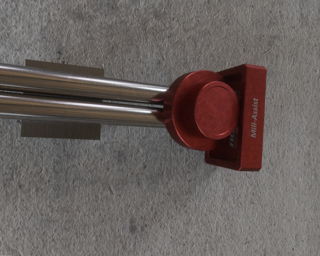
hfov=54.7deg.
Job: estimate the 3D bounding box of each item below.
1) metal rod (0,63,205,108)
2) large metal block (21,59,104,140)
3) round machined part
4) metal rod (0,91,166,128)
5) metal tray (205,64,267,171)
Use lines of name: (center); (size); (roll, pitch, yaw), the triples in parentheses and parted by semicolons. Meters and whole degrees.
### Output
metal rod: (-0.040, -0.042, 0.348); (0.302, 0.025, 0.025); (3, 89, -33)
large metal block: (-0.110, -0.029, 0.353); (0.081, 0.050, 0.079); (4, 89, -20)
round machined part: (0.056, -0.021, 0.371); (0.099, 0.042, 0.097); (-2, 93, -31)
metal rod: (-0.042, -0.015, 0.348); (0.302, 0.025, 0.025); (3, 89, -33)
metal tray: (0.097, -0.012, 0.412); (0.030, 0.090, 0.129); (4, 89, -20)
